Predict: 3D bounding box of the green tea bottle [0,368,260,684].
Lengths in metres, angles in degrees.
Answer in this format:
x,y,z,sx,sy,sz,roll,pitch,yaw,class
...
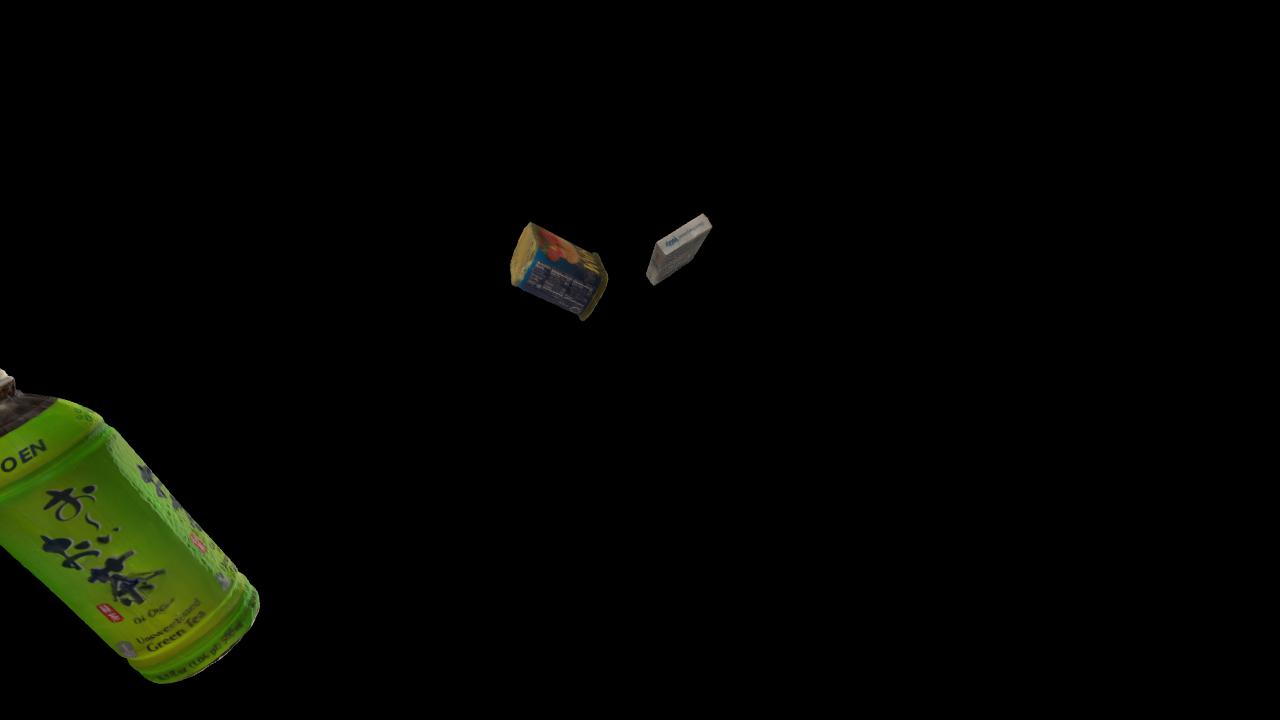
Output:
x,y,z,sx,sy,sz,roll,pitch,yaw,class
-0.305,0.087,0.341,0.073,0.212,0.073,-19,27,10,green tea bottle

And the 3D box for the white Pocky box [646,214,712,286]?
x,y,z,sx,sy,sz,roll,pitch,yaw,class
0.055,-0.161,0.923,0.084,0.028,0.154,-34,-4,-9,white Pocky box

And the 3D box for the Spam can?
x,y,z,sx,sy,sz,roll,pitch,yaw,class
-0.089,-0.096,0.657,0.085,0.058,0.101,24,20,-24,Spam can
